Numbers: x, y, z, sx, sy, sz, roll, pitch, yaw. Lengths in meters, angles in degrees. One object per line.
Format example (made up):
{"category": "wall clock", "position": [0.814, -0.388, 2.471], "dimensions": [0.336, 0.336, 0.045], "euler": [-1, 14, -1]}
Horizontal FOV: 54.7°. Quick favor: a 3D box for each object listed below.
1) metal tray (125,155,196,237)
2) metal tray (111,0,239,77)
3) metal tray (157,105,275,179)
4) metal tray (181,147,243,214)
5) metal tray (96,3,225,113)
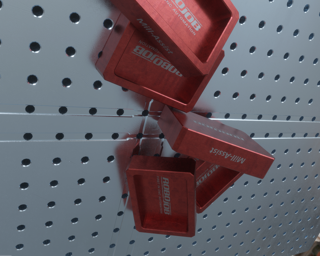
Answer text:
{"category": "metal tray", "position": [0.006, 0.100, 0.444], "dimensions": [0.090, 0.030, 0.129], "euler": [2, 124, 10]}
{"category": "metal tray", "position": [0.017, -0.124, 0.308], "dimensions": [0.130, 0.030, 0.090], "euler": [40, 70, -32]}
{"category": "metal tray", "position": [0.069, 0.015, 0.396], "dimensions": [0.131, 0.090, 0.030], "euler": [19, 107, -20]}
{"category": "metal tray", "position": [0.082, 0.070, 0.498], "dimensions": [0.130, 0.030, 0.090], "euler": [-43, 130, 1]}
{"category": "metal tray", "position": [0.004, -0.079, 0.362], "dimensions": [0.131, 0.030, 0.090], "euler": [19, 108, -36]}
